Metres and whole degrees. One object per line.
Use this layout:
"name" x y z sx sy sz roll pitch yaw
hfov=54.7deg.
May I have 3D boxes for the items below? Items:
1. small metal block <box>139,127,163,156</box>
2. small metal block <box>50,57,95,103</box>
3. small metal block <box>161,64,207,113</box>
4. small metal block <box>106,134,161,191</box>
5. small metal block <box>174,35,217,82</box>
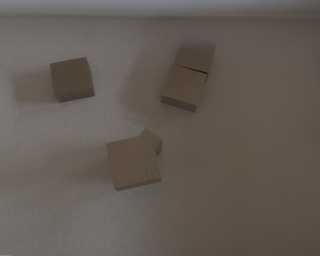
"small metal block" -0.022 0.033 0.384 0.025 0.050 0.050 36 74 11
"small metal block" -0.122 -0.067 0.433 0.050 0.025 0.050 -12 71 -5
"small metal block" 0.033 -0.055 0.430 0.050 0.025 0.050 18 71 6
"small metal block" -0.029 0.038 0.342 0.050 0.025 0.050 -12 71 -5
"small metal block" 0.050 -0.100 0.447 0.050 0.025 0.050 15 71 5
